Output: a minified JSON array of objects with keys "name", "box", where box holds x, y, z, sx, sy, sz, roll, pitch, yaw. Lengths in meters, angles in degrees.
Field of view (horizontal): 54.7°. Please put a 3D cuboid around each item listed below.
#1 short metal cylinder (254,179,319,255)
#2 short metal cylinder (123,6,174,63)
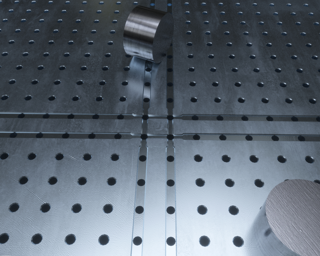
[{"name":"short metal cylinder","box":[0.140,0.099,0.309,0.081,0.050,0.080,0,50,0]},{"name":"short metal cylinder","box":[-0.017,-0.150,0.497,0.050,0.080,0.080,20,53,16]}]
